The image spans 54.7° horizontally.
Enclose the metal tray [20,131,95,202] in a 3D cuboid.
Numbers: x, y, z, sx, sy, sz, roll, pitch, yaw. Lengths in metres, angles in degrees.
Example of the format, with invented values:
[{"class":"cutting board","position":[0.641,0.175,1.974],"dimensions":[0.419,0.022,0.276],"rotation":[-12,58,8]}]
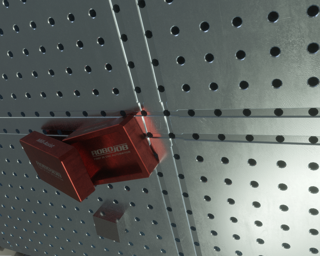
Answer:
[{"class":"metal tray","position":[-0.170,0.061,0.508],"dimensions":[0.130,0.030,0.089],"rotation":[14,131,39]}]

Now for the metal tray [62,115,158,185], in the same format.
[{"class":"metal tray","position":[-0.078,0.038,0.472],"dimensions":[0.130,0.030,0.090],"rotation":[-14,111,34]}]

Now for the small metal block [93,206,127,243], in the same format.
[{"class":"small metal block","position":[-0.092,0.177,0.570],"dimensions":[0.050,0.025,0.050],"rotation":[10,123,22]}]
